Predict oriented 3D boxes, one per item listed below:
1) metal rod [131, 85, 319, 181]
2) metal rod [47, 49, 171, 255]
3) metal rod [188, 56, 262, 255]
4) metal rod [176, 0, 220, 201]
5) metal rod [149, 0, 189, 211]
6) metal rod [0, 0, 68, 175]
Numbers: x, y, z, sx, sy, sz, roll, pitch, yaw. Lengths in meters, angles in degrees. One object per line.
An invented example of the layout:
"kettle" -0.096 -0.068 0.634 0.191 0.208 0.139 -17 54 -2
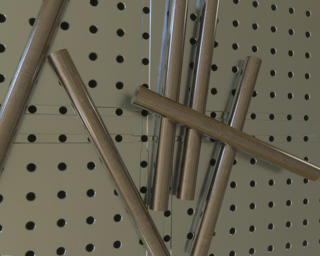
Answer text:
"metal rod" 0.102 0.014 0.422 0.302 0.025 0.025 22 83 -19
"metal rod" -0.059 0.045 0.390 0.025 0.025 0.299 -28 99 -18
"metal rod" 0.096 0.040 0.447 0.025 0.025 0.299 19 84 -19
"metal rod" 0.054 -0.051 0.432 0.025 0.025 0.299 9 87 -20
"metal rod" 0.013 -0.041 0.417 0.025 0.025 0.299 7 88 -20
"metal rod" -0.158 -0.046 0.354 0.025 0.025 0.299 21 83 -19
